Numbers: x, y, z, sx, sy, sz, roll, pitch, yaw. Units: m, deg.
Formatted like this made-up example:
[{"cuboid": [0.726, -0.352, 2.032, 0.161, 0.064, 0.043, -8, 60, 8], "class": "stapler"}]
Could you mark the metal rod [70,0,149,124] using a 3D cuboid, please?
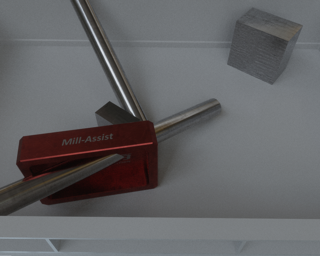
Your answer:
[{"cuboid": [-0.086, -0.127, 0.423, 0.025, 0.025, 0.299, -24, 82, -19], "class": "metal rod"}]

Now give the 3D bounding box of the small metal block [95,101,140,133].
[{"cuboid": [-0.051, 0.002, 0.387, 0.050, 0.050, 0.025, 31, 57, 23], "class": "small metal block"}]

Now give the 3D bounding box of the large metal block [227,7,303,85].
[{"cuboid": [0.158, -0.126, 0.477, 0.080, 0.080, 0.050, 31, 57, 23], "class": "large metal block"}]

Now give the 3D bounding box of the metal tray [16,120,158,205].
[{"cuboid": [-0.069, 0.039, 0.328, 0.131, 0.089, 0.030, -8, 51, -7], "class": "metal tray"}]

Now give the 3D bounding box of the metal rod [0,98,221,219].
[{"cuboid": [-0.040, 0.022, 0.343, 0.302, 0.025, 0.025, -24, 53, -33], "class": "metal rod"}]
